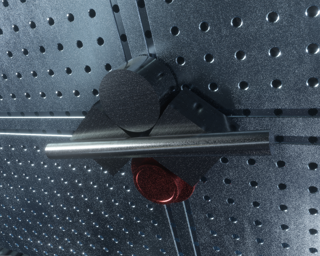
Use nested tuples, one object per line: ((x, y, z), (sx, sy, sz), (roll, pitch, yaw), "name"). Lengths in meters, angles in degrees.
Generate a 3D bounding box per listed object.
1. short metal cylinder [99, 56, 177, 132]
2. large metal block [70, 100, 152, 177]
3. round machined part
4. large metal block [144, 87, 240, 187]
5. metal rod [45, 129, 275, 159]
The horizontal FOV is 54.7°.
((-0.026, -0.042, 0.378), (0.080, 0.050, 0.079), (13, 124, 21), "short metal cylinder")
((-0.064, 0.007, 0.428), (0.080, 0.050, 0.080), (42, 129, -3), "large metal block")
((0.002, 0.068, 0.436), (0.098, 0.042, 0.097), (13, 124, 21), "round machined part")
((0.035, 0.012, 0.375), (0.080, 0.050, 0.079), (36, 130, 4), "large metal block")
((-0.024, 0.023, 0.366), (0.300, 0.025, 0.025), (-4, 116, 30), "metal rod")
